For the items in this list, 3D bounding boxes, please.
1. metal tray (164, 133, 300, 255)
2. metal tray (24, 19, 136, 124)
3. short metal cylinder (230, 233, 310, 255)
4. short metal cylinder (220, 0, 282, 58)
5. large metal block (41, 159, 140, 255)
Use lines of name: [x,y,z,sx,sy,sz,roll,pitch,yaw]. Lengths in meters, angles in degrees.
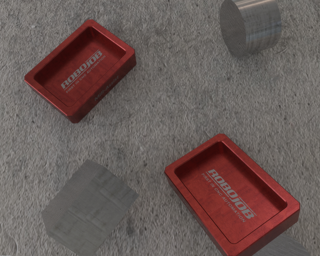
metal tray: [0.076,0.073,0.351,0.090,0.030,0.130,-31,48,-11]
metal tray: [-0.108,-0.081,0.434,0.090,0.030,0.130,38,74,12]
short metal cylinder: [0.120,0.156,0.338,0.081,0.050,0.080,0,70,0]
short metal cylinder: [0.124,-0.144,0.433,0.050,0.080,0.080,-18,71,-6]
large metal block: [-0.079,0.084,0.340,0.050,0.080,0.080,44,73,-18]
